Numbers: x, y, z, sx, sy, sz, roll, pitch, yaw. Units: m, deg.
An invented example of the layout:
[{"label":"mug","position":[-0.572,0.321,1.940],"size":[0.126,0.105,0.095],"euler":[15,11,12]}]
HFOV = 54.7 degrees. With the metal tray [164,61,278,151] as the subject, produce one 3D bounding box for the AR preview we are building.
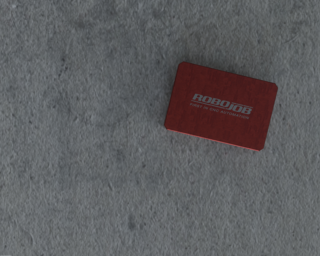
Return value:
[{"label":"metal tray","position":[0.078,-0.028,0.409],"size":[0.131,0.030,0.089],"euler":[13,90,-1]}]
